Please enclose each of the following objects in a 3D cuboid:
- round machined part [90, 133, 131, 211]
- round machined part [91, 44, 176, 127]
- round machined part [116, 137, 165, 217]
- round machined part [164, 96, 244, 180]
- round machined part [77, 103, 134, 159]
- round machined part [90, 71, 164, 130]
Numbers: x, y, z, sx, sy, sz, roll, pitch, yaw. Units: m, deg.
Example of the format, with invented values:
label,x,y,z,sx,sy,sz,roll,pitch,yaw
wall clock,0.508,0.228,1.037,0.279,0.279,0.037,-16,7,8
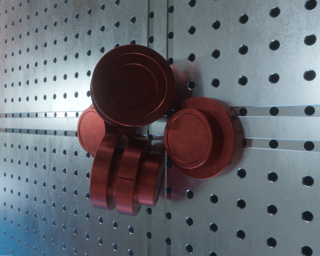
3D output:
label,x,y,z,sx,sy,sz,roll,pitch,yaw
round machined part,-0.052,0.057,0.400,0.042,0.098,0.097,8,96,8
round machined part,-0.033,-0.049,0.381,0.042,0.099,0.098,157,109,-79
round machined part,-0.021,0.062,0.392,0.042,0.098,0.097,9,97,8
round machined part,0.043,0.012,0.364,0.098,0.042,0.097,0,90,40
round machined part,-0.089,0.003,0.473,0.098,0.042,0.097,0,90,40
round machined part,-0.042,-0.046,0.412,0.042,0.099,0.098,157,109,-79
